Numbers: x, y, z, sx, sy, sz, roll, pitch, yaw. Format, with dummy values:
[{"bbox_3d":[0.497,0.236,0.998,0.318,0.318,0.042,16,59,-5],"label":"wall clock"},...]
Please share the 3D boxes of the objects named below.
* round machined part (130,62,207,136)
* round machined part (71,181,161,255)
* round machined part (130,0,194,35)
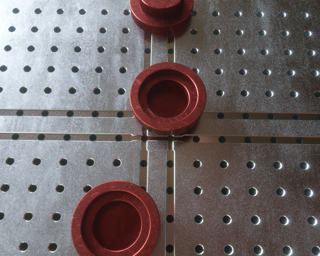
[{"bbox_3d":[0.011,-0.036,0.416,0.099,0.042,0.098,0,70,0],"label":"round machined part"},{"bbox_3d":[-0.049,0.113,0.361,0.099,0.042,0.098,0,70,0],"label":"round machined part"},{"bbox_3d":[0.003,-0.195,0.474,0.099,0.042,0.098,0,70,0],"label":"round machined part"}]
